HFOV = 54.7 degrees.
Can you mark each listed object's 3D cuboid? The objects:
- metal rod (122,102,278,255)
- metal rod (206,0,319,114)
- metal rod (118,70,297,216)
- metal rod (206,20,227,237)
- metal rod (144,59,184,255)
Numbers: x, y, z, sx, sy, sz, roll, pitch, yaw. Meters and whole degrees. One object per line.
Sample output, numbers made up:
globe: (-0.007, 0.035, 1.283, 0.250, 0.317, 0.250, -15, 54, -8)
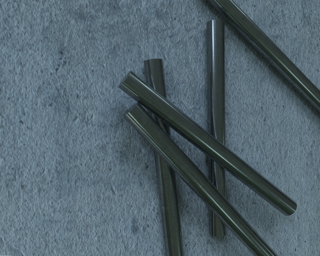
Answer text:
metal rod: (0.063, 0.085, 0.404, 0.025, 0.025, 0.300, -46, 105, -14)
metal rod: (0.174, -0.111, 0.472, 0.301, 0.025, 0.025, 38, 78, -16)
metal rod: (0.073, 0.029, 0.408, 0.301, 0.025, 0.025, 37, 78, -16)
metal rod: (0.080, 0.000, 0.438, 0.025, 0.025, 0.298, -1, 90, -20)
metal rod: (0.008, 0.060, 0.411, 0.025, 0.025, 0.298, -7, 93, -20)
